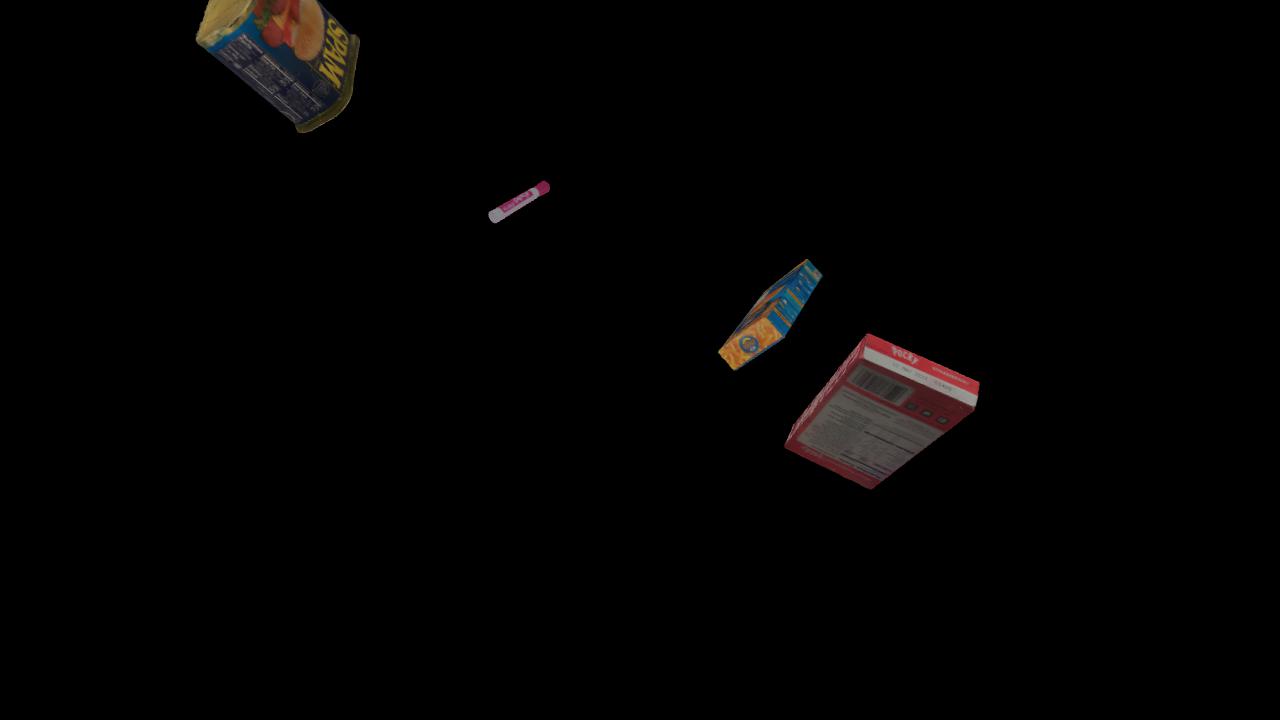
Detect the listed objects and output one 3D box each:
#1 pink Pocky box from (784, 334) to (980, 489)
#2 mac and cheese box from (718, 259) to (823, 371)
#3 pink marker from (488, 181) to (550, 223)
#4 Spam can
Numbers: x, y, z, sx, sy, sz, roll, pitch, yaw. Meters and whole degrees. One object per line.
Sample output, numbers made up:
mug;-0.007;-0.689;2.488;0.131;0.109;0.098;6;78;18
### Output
pink Pocky box;0.179;0.046;0.480;0.084;0.029;0.155;26;-32;7
mac and cheese box;0.180;-0.064;0.833;0.093;0.041;0.184;-38;6;43
pink marker;-0.179;-0.240;0.927;0.020;0.020;0.121;0;34;44
Spam can;-0.267;-0.239;0.460;0.058;0.101;0.085;-20;-32;17
